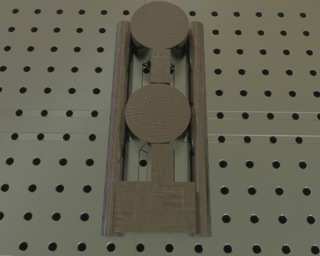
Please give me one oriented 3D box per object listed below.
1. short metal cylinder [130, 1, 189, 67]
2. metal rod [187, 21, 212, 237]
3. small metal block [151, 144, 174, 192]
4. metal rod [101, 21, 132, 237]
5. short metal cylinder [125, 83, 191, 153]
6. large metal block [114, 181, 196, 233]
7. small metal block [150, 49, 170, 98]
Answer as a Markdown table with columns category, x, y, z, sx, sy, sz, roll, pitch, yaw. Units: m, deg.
| category | x | y | z | sx | sy | sz | roll | pitch | yaw |
| --- | --- | --- | --- | --- | --- | --- | --- | --- | --- |
| short metal cylinder | 0.000 | -0.133 | 0.446 | 0.081 | 0.050 | 0.080 | 0 | 70 | 0 |
| metal rod | 0.051 | -0.012 | 0.415 | 0.025 | 0.025 | 0.299 | 1 | 70 | 0 |
| small metal block | 0.003 | 0.050 | 0.379 | 0.025 | 0.050 | 0.050 | 0 | 70 | 0 |
| metal rod | -0.055 | -0.013 | 0.415 | 0.025 | 0.025 | 0.299 | 1 | 70 | 0 |
| short metal cylinder | -0.003 | -0.011 | 0.402 | 0.081 | 0.050 | 0.080 | 0 | 70 | 0 |
| large metal block | -0.005 | 0.092 | 0.349 | 0.080 | 0.080 | 0.050 | 1 | 70 | 0 |
| small metal block | 0.001 | -0.072 | 0.423 | 0.025 | 0.050 | 0.050 | 1 | 70 | 0 |
